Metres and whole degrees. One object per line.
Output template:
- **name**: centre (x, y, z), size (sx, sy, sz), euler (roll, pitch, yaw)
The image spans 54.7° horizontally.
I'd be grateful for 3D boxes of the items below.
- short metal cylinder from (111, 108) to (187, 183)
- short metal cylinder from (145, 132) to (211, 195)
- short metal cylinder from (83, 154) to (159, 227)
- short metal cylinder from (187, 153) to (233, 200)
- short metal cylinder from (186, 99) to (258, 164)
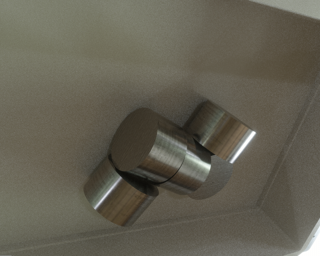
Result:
- **short metal cylinder**: centre (-0.014, 0.022, 0.378), size (0.050, 0.080, 0.080), euler (29, 102, -38)
- **short metal cylinder**: centre (0.020, 0.043, 0.411), size (0.050, 0.080, 0.080), euler (30, 101, -38)
- **short metal cylinder**: centre (-0.048, 0.077, 0.394), size (0.080, 0.080, 0.050), euler (33, 100, -39)
- **short metal cylinder**: centre (0.061, 0.060, 0.462), size (0.081, 0.050, 0.079), euler (-14, 125, -21)
- **short metal cylinder**: centre (0.084, 0.004, 0.421), size (0.080, 0.080, 0.050), euler (26, 104, -37)
